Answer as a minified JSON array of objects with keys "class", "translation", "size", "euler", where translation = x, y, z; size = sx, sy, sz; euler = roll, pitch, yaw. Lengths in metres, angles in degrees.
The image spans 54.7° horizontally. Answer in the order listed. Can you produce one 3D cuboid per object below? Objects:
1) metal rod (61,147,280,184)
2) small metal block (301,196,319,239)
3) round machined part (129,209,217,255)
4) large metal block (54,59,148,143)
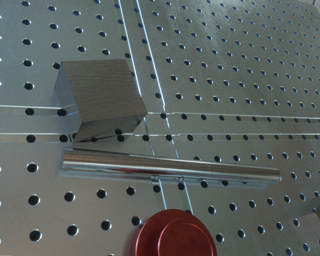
[{"class":"metal rod","translation":[0.031,0.052,0.395],"size":[0.302,0.025,0.025],"euler":[8,58,-25]},{"class":"small metal block","translation":[0.247,0.135,0.462],"size":[0.050,0.025,0.050],"euler":[-32,80,-38]},{"class":"round machined part","translation":[0.021,0.134,0.328],"size":[0.099,0.042,0.098],"euler":[14,56,-21]},{"class":"large metal block","translation":[-0.073,-0.035,0.375],"size":[0.081,0.050,0.080],"euler":[-10,67,-33]}]
